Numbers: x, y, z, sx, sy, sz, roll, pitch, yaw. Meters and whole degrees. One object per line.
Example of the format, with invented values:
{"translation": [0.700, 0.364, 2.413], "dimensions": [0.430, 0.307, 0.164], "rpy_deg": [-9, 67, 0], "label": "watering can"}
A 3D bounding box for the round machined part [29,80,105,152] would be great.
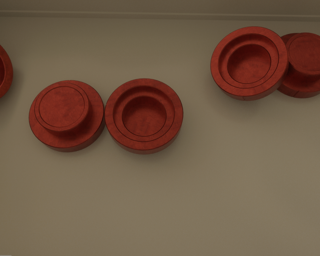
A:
{"translation": [-0.123, -0.021, 0.407], "dimensions": [0.099, 0.042, 0.098], "rpy_deg": [0, 70, -1], "label": "round machined part"}

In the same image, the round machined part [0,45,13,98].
{"translation": [-0.252, -0.076, 0.406], "dimensions": [0.042, 0.098, 0.098], "rpy_deg": [-7, 64, 40], "label": "round machined part"}

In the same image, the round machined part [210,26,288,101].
{"translation": [0.122, -0.083, 0.420], "dimensions": [0.098, 0.042, 0.098], "rpy_deg": [-6, 75, 23], "label": "round machined part"}

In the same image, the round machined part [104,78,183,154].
{"translation": [-0.020, -0.012, 0.405], "dimensions": [0.099, 0.042, 0.098], "rpy_deg": [0, 70, -1], "label": "round machined part"}

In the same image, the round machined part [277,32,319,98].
{"translation": [0.203, -0.095, 0.438], "dimensions": [0.099, 0.042, 0.098], "rpy_deg": [0, 70, -1], "label": "round machined part"}
